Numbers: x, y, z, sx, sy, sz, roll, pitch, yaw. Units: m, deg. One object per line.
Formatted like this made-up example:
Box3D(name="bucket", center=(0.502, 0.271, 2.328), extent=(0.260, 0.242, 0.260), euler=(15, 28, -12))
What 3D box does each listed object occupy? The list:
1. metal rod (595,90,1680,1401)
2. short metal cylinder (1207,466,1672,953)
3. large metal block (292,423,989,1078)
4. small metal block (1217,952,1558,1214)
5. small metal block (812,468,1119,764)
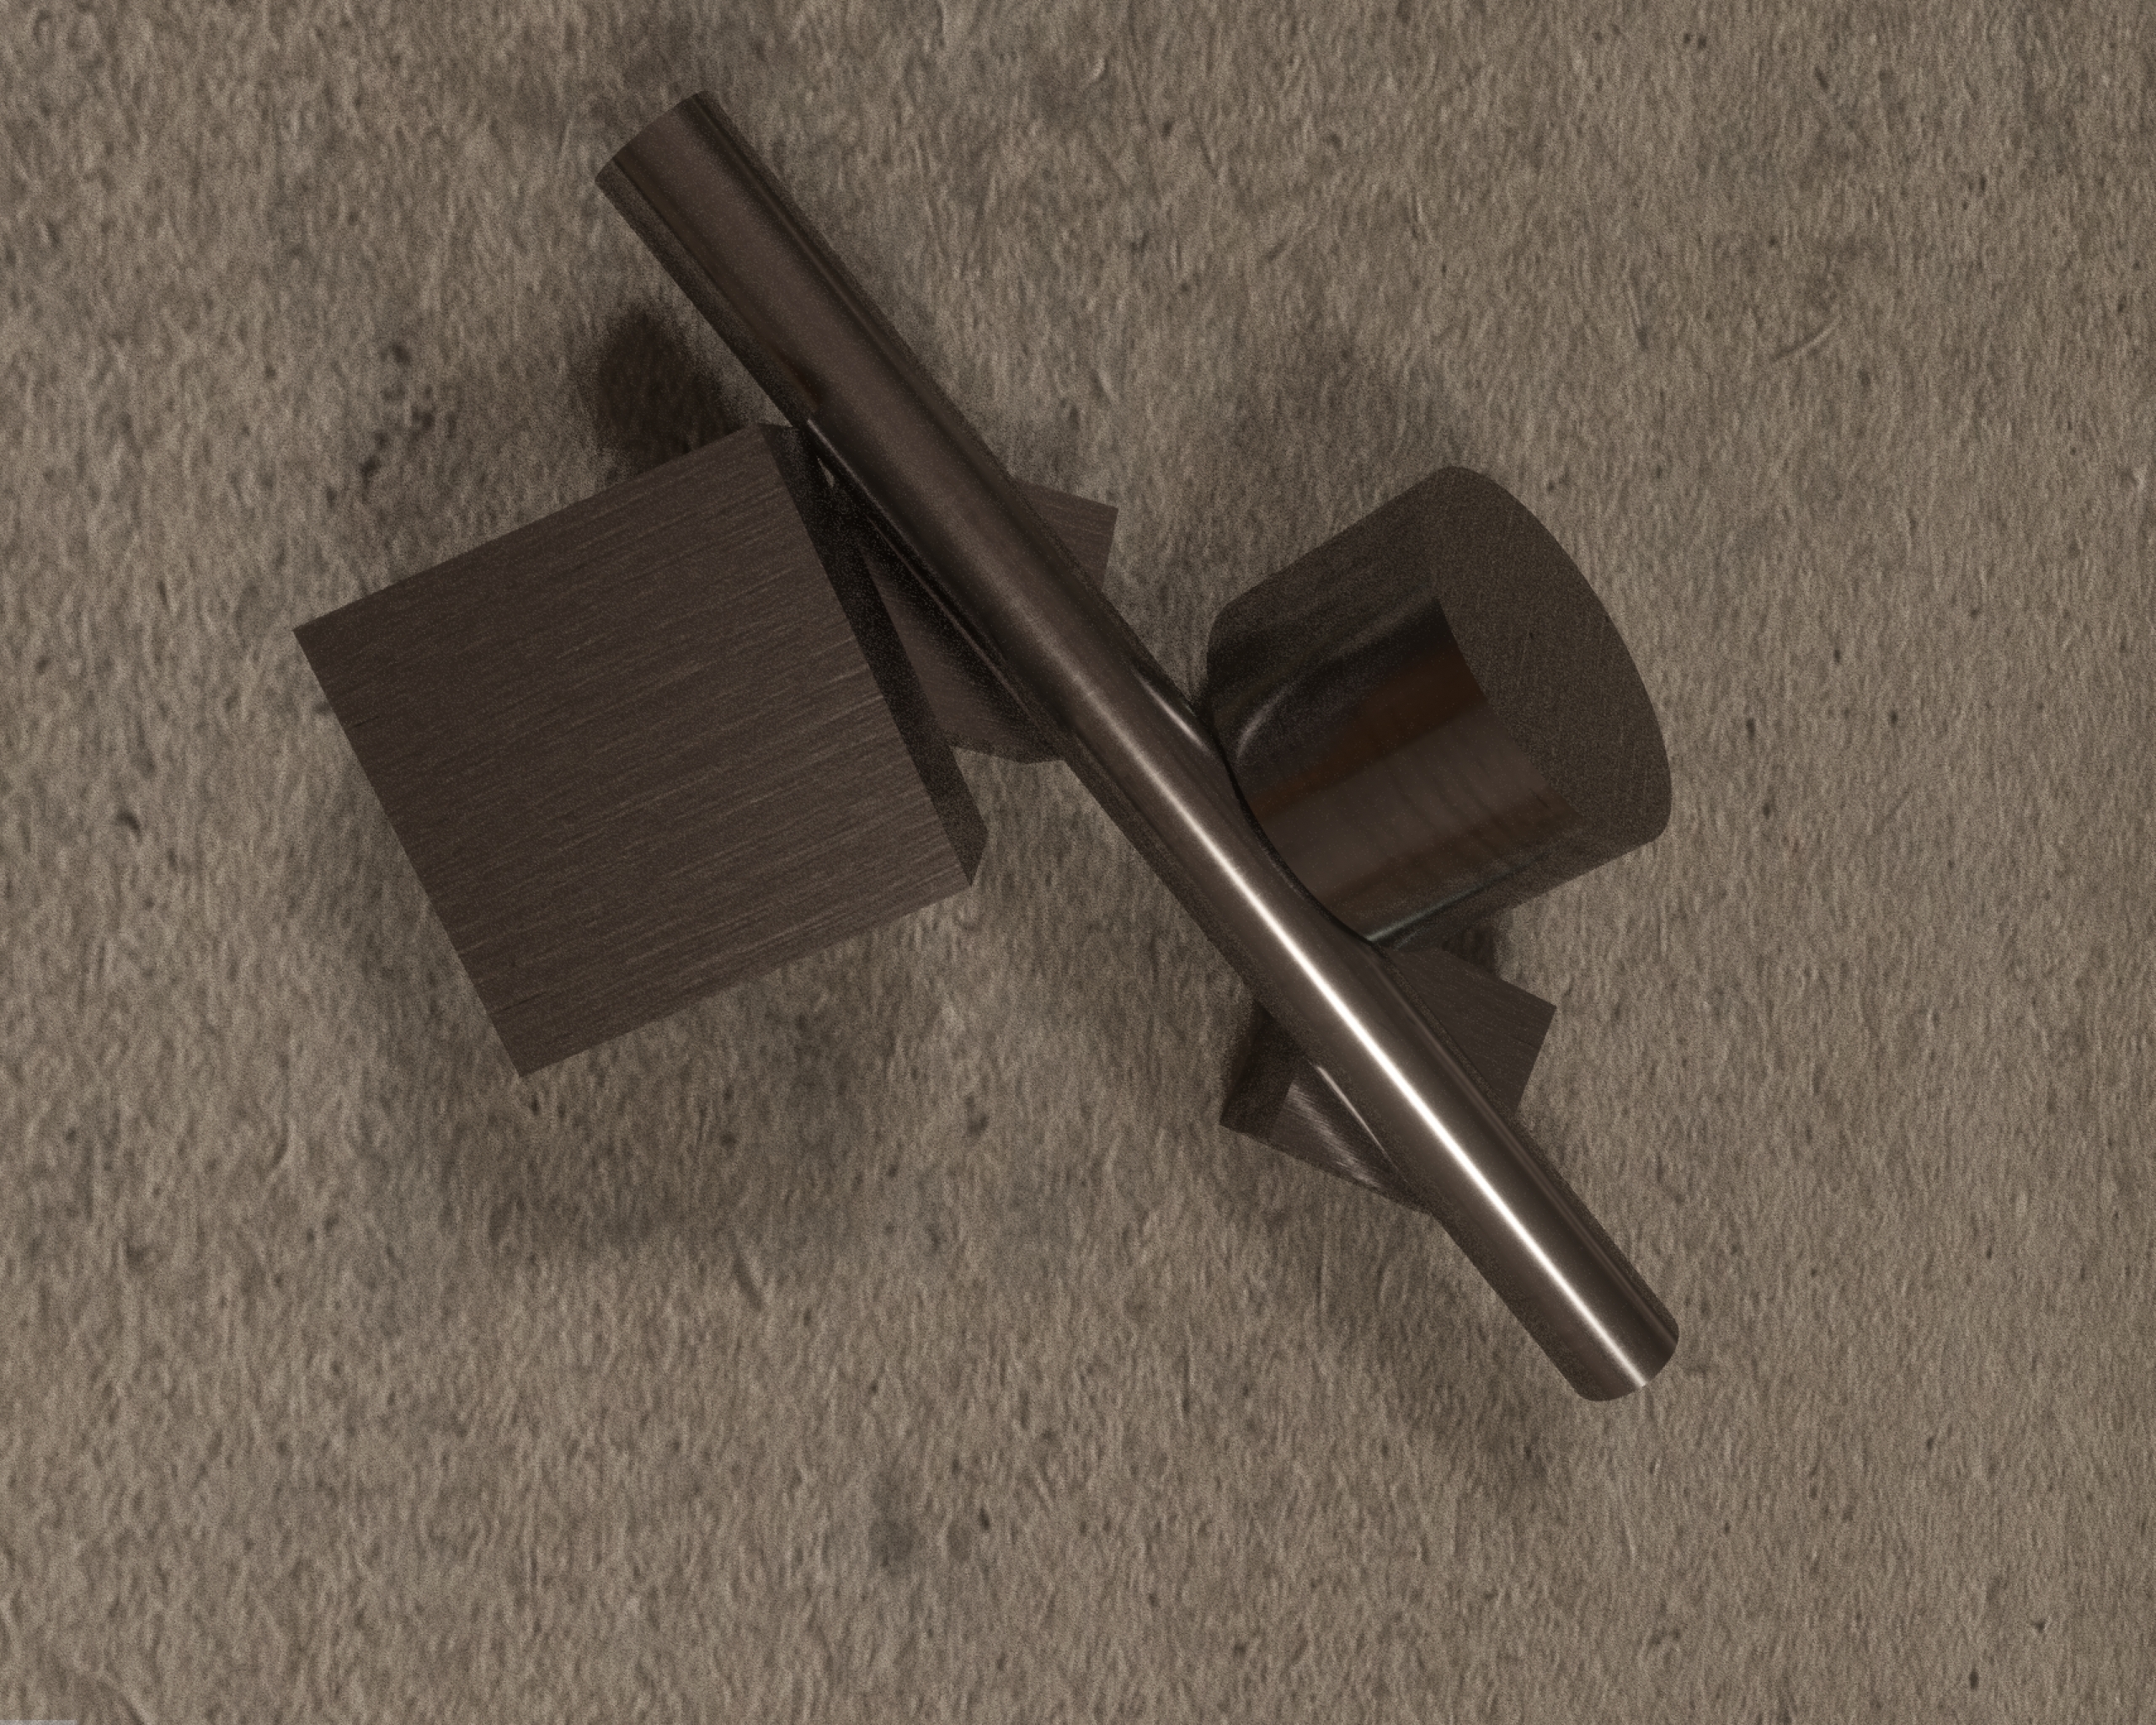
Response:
Box3D(name="metal rod", center=(0.020, -0.012, 0.392), extent=(0.025, 0.025, 0.300), euler=(-43, 104, -15))
Box3D(name="short metal cylinder", center=(0.070, -0.029, 0.403), extent=(0.080, 0.050, 0.080), euler=(33, 42, -35))
Box3D(name="large metal block", center=(-0.070, -0.021, 0.354), extent=(0.080, 0.050, 0.080), euler=(-23, 100, 5))
Box3D(name="small metal block", center=(0.065, 0.042, 0.436), extent=(0.050, 0.025, 0.050), euler=(26, 81, -19))
Box3D(name="small metal block", center=(-0.025, -0.049, 0.402), extent=(0.050, 0.025, 0.050), euler=(13, 86, -20))
